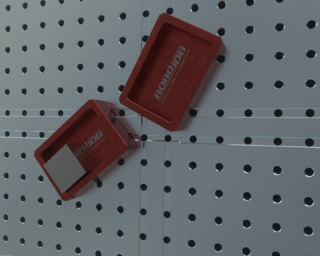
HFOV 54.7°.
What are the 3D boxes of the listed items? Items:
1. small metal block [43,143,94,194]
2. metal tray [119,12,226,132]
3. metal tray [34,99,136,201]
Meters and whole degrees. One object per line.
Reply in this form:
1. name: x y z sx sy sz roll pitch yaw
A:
1. small metal block: -0.129 0.057 0.443 0.050 0.025 0.050 -41 78 15
2. metal tray: 0.014 -0.071 0.404 0.090 0.030 0.129 30 99 17
3. metal tray: -0.110 0.032 0.447 0.130 0.030 0.090 -40 78 15
